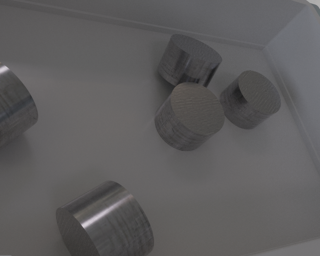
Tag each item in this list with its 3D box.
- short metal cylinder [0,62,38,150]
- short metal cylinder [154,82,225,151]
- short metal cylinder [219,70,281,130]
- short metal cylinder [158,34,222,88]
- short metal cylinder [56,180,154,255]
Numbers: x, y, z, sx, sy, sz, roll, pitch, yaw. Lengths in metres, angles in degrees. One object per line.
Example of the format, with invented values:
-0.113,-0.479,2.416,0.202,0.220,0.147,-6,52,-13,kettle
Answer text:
-0.165,-0.020,0.293,0.080,0.080,0.050,41,51,0,short metal cylinder
0.040,-0.015,0.420,0.081,0.050,0.080,13,56,-21,short metal cylinder
0.143,-0.044,0.493,0.081,0.050,0.080,14,56,-21,short metal cylinder
0.043,-0.095,0.454,0.080,0.050,0.080,19,33,-12,short metal cylinder
-0.051,0.096,0.284,0.050,0.080,0.080,-27,77,-37,short metal cylinder
